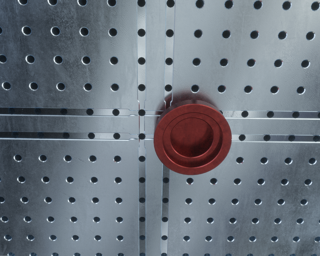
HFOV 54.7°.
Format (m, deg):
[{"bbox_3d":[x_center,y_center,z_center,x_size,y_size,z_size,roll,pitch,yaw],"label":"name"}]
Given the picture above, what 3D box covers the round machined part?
[{"bbox_3d":[0.041,0.009,0.408,0.099,0.042,0.097,0,110,-1],"label":"round machined part"}]
